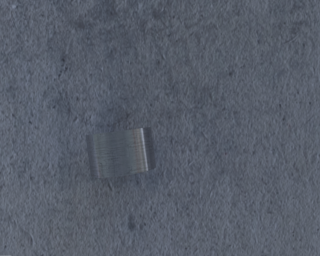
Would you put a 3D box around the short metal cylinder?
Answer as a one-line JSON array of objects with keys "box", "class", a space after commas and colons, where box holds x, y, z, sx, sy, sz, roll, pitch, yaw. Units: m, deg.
[{"box": [-0.048, 0.028, 0.382, 0.081, 0.080, 0.050, -7, 90, 0], "class": "short metal cylinder"}]
